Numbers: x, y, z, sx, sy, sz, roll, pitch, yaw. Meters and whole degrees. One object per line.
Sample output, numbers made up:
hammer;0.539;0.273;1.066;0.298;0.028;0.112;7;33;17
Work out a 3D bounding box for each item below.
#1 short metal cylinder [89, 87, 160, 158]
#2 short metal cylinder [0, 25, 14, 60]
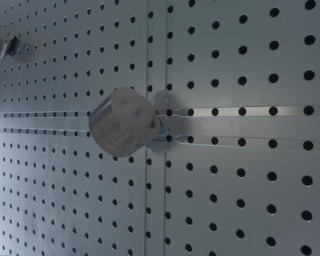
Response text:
short metal cylinder;-0.046;-0.007;0.412;0.050;0.081;0.080;-36;68;34
short metal cylinder;-0.370;-0.194;0.679;0.080;0.081;0.050;48;119;29
